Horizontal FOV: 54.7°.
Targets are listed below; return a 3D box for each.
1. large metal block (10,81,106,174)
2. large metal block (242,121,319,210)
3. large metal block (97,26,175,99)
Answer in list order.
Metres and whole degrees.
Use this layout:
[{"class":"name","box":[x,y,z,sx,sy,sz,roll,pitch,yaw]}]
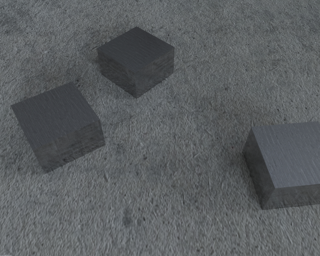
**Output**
[{"class":"large metal block","box":[-0.126,-0.003,0.388,0.081,0.050,0.080,-27,55,-21]},{"class":"large metal block","box":[0.149,0.042,0.353,0.081,0.050,0.080,-5,50,-4]},{"class":"large metal block","box":[-0.035,-0.102,0.472,0.080,0.050,0.080,36,59,26]}]
